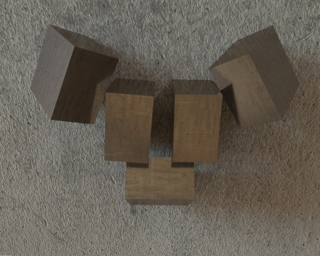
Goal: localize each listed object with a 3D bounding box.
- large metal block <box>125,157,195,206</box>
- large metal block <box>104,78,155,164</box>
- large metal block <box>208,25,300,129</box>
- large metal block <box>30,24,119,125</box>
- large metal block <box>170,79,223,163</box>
[{"bbox_3d":[0.000,0.071,0.401,0.081,0.080,0.050,1,71,-1],"label":"large metal block"},{"bbox_3d":[-0.035,-0.012,0.377,0.050,0.080,0.079,5,110,-2],"label":"large metal block"},{"bbox_3d":[0.111,-0.058,0.355,0.050,0.080,0.080,-15,114,45],"label":"large metal block"},{"bbox_3d":[-0.100,-0.060,0.349,0.050,0.080,0.079,7,115,-42],"label":"large metal block"},{"bbox_3d":[0.040,-0.012,0.378,0.050,0.080,0.079,1,110,-1],"label":"large metal block"}]
